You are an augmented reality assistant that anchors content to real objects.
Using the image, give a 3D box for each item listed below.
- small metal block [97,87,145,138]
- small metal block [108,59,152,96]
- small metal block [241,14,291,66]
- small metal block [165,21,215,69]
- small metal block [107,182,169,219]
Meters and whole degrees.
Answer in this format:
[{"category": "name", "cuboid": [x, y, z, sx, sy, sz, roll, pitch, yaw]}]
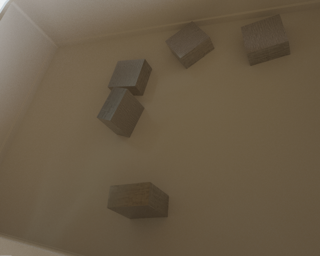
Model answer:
[{"category": "small metal block", "cuboid": [-0.053, -0.022, 0.431, 0.025, 0.050, 0.050, 13, 68, 33]}, {"category": "small metal block", "cuboid": [-0.046, -0.077, 0.478, 0.050, 0.025, 0.050, 3, 63, 29]}, {"category": "small metal block", "cuboid": [0.137, -0.114, 0.404, 0.050, 0.025, 0.050, -14, 56, 20]}, {"category": "small metal block", "cuboid": [0.044, -0.123, 0.458, 0.050, 0.025, 0.050, -36, 51, 4]}, {"category": "small metal block", "cuboid": [-0.023, 0.083, 0.351, 0.050, 0.050, 0.025, -10, 58, 23]}]
